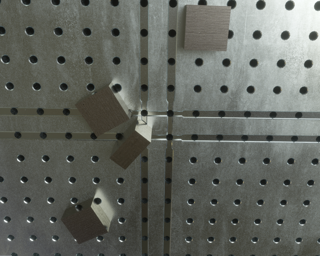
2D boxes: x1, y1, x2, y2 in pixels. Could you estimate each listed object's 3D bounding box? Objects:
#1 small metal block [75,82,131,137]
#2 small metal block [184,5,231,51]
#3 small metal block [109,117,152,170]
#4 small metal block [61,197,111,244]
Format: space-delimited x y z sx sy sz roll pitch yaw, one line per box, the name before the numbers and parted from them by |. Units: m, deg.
small metal block | -0.073 -0.024 0.404 0.050 0.025 0.050 -28 108 9
small metal block | 0.055 -0.119 0.370 0.050 0.025 0.050 2 110 -1
small metal block | -0.037 0.019 0.407 0.025 0.050 0.050 39 105 -13
small metal block | -0.110 0.138 0.464 0.050 0.025 0.050 -25 108 8
